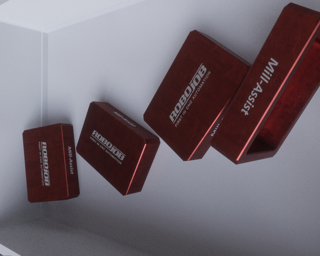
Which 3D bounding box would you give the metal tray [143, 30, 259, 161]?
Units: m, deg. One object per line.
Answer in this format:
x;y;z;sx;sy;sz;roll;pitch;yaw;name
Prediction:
0.043;-0.037;0.368;0.090;0.030;0.129;45;117;30;metal tray

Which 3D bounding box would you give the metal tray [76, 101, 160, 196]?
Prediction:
-0.067;0.027;0.459;0.130;0.030;0.089;34;111;35;metal tray

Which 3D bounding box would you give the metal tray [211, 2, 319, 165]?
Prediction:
0.107;-0.032;0.276;0.030;0.091;0.129;39;114;33;metal tray

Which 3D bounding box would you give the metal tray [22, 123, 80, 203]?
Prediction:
-0.194;0.062;0.548;0.090;0.030;0.129;-10;84;23;metal tray
